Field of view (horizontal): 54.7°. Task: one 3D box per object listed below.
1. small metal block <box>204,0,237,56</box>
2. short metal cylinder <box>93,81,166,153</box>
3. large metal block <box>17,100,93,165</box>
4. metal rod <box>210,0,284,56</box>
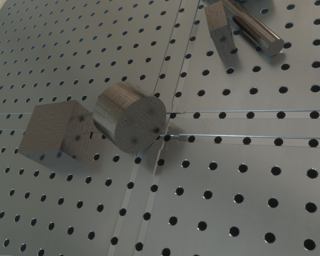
[{"bbox_3d":[0.085,-0.138,0.433,0.025,0.050,0.050,-16,55,19],"label":"small metal block"},{"bbox_3d":[-0.039,-0.014,0.402,0.080,0.080,0.050,-50,51,-7],"label":"short metal cylinder"},{"bbox_3d":[-0.154,0.009,0.468,0.080,0.050,0.080,-5,59,26],"label":"large metal block"},{"bbox_3d":[0.092,-0.206,0.486,0.025,0.025,0.300,-33,51,7],"label":"metal rod"}]
